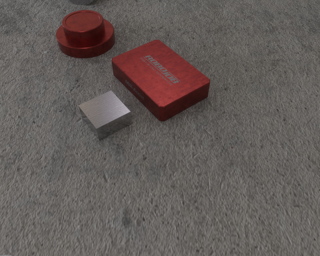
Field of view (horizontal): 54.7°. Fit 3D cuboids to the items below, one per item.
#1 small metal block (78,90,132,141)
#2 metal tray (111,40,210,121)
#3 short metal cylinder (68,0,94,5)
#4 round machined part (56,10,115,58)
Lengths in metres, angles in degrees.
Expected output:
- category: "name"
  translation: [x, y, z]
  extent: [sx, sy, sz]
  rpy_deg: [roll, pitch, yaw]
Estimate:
- category: "small metal block"
  translation: [-0.074, -0.018, 0.418]
  extent: [0.050, 0.025, 0.050]
  rpy_deg: [-29, 56, -22]
- category: "metal tray"
  translation: [-0.001, -0.076, 0.464]
  extent: [0.091, 0.030, 0.130]
  rpy_deg: [-30, 56, -23]
- category: "short metal cylinder"
  translation: [-0.156, -0.294, 0.613]
  extent: [0.080, 0.080, 0.050]
  rpy_deg: [8, 51, 7]
- category: "round machined part"
  translation: [-0.129, -0.166, 0.531]
  extent: [0.099, 0.042, 0.098]
  rpy_deg: [0, 50, 0]
